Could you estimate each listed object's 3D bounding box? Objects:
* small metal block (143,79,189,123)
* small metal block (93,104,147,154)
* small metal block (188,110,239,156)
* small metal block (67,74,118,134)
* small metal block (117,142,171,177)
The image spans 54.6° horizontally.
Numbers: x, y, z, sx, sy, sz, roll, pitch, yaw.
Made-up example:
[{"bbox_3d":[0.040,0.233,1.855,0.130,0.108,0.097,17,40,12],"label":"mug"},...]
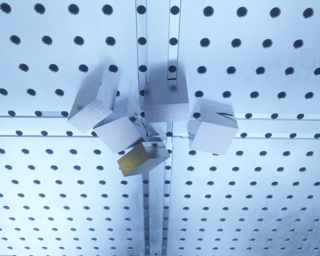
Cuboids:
[{"bbox_3d":[0.008,-0.033,0.367,0.050,0.050,0.025,-3,130,3],"label":"small metal block"},{"bbox_3d":[-0.052,0.002,0.413,0.050,0.025,0.050,-21,127,17],"label":"small metal block"},{"bbox_3d":[0.071,0.007,0.418,0.050,0.025,0.050,11,129,-9],"label":"small metal block"},{"bbox_3d":[-0.079,-0.029,0.370,0.050,0.050,0.025,-33,123,25],"label":"small metal block"},{"bbox_3d":[-0.022,0.043,0.431,0.050,0.025,0.050,-37,159,27],"label":"small metal block"}]
